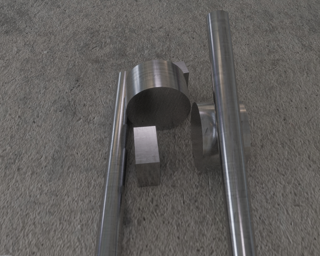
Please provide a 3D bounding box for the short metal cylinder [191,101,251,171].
[{"bbox_3d":[0.067,0.008,0.361,0.050,0.080,0.080,-3,50,-3],"label":"short metal cylinder"}]

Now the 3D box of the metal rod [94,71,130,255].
[{"bbox_3d":[-0.051,0.039,0.369,0.025,0.025,0.300,0,50,0],"label":"metal rod"}]

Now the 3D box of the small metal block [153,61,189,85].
[{"bbox_3d":[0.012,-0.064,0.441,0.050,0.050,0.025,-11,51,-9],"label":"small metal block"}]

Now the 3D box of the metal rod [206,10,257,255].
[{"bbox_3d":[0.070,0.023,0.303,0.025,0.025,0.299,-2,76,-2],"label":"metal rod"}]

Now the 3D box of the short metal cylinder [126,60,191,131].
[{"bbox_3d":[-0.004,-0.041,0.402,0.081,0.080,0.050,-4,50,-3],"label":"short metal cylinder"}]

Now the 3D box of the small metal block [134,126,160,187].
[{"bbox_3d":[-0.015,0.034,0.359,0.025,0.050,0.050,-4,50,-4],"label":"small metal block"}]
